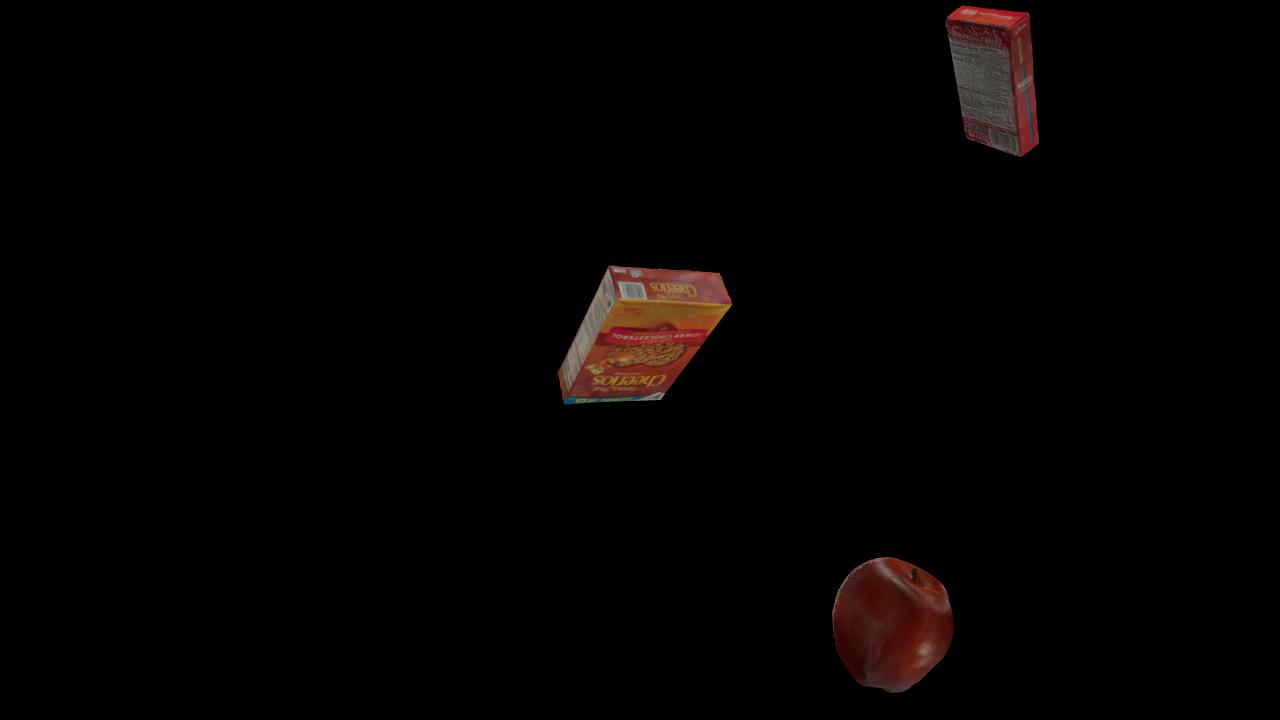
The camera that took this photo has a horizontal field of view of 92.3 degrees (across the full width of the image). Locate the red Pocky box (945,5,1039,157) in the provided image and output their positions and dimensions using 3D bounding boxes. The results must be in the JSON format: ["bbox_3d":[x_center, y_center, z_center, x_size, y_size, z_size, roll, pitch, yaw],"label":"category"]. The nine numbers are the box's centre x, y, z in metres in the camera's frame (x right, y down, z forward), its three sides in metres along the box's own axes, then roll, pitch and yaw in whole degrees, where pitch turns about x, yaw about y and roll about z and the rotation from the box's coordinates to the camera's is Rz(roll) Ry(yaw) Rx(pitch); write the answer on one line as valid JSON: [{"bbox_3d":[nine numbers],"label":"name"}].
[{"bbox_3d":[0.376,-0.294,0.652,0.155,0.028,0.083,50,4,-41],"label":"red Pocky box"}]

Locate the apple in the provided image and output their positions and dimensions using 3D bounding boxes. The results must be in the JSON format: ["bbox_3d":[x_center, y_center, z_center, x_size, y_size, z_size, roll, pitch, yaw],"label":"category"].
[{"bbox_3d":[0.181,0.189,0.446,0.079,0.093,0.079,19,13,-4],"label":"apple"}]

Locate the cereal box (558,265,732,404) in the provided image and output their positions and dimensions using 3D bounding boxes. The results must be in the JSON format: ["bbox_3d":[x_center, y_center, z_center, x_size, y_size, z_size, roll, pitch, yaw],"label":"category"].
[{"bbox_3d":[-0.003,-0.030,1.056,0.203,0.081,0.306,0,-35,-26],"label":"cereal box"}]
